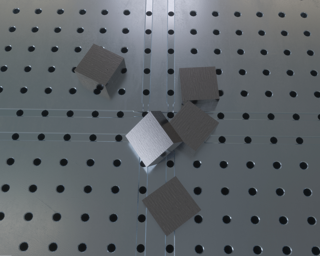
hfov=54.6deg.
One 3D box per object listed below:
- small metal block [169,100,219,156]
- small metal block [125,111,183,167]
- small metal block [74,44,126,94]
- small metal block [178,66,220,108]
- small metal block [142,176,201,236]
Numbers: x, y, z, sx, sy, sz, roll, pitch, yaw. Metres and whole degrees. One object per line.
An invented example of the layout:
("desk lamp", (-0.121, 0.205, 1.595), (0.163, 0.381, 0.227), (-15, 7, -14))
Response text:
("small metal block", (0.041, 0.000, 0.412), (0.050, 0.025, 0.050), (38, 74, 12))
("small metal block", (-0.008, 0.013, 0.393), (0.050, 0.025, 0.050), (-44, 72, 25))
("small metal block", (-0.084, -0.085, 0.442), (0.050, 0.025, 0.050), (27, 72, 9))
("small metal block", (0.053, -0.057, 0.433), (0.050, 0.025, 0.050), (-3, 70, -1))
("small metal block", (0.013, 0.095, 0.377), (0.050, 0.025, 0.050), (-34, 74, -12))
